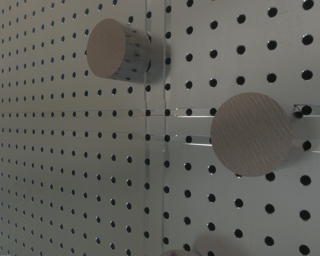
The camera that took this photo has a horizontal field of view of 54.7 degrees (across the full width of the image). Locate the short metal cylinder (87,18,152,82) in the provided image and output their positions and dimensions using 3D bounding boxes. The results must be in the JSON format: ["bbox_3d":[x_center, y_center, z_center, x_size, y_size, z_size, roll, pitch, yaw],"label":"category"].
[{"bbox_3d":[-0.059,-0.108,0.439,0.080,0.050,0.079,0,90,39],"label":"short metal cylinder"}]

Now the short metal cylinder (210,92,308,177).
[{"bbox_3d":[0.099,0.006,0.311,0.080,0.050,0.079,0,90,39],"label":"short metal cylinder"}]

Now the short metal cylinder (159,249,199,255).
[{"bbox_3d":[0.026,0.186,0.350,0.080,0.081,0.050,29,108,36],"label":"short metal cylinder"}]
